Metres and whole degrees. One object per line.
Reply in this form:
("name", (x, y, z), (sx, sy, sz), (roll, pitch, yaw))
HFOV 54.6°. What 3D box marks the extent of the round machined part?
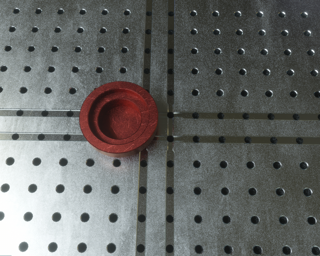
("round machined part", (-0.051, -0.009, 0.406), (0.099, 0.042, 0.098), (0, 70, 0))
